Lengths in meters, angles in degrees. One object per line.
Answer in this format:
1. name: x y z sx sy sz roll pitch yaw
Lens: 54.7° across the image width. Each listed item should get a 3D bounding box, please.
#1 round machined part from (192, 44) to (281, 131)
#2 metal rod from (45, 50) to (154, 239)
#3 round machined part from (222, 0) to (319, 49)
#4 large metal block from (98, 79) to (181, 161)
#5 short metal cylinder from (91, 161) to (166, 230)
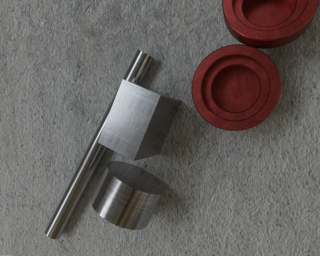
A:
1. round machined part: 0.091 -0.046 0.368 0.098 0.042 0.097 0 90 20
2. metal rod: -0.090 0.030 0.440 0.025 0.025 0.299 32 100 17
3. round machined part: 0.122 -0.134 0.350 0.098 0.042 0.098 -3 77 15
4. large metal block: -0.022 -0.010 0.388 0.050 0.080 0.080 25 98 18
5. short metal cylinder: -0.040 0.083 0.394 0.080 0.080 0.050 29 100 17
